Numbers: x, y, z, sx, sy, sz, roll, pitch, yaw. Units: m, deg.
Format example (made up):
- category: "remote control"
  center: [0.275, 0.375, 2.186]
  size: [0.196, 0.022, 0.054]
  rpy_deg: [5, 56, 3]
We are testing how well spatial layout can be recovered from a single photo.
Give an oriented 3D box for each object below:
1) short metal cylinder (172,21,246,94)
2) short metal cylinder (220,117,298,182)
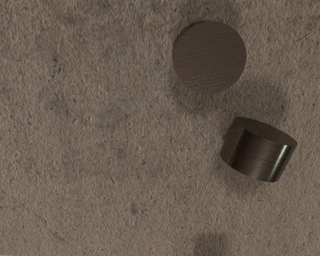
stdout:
- category: "short metal cylinder"
  center: [0.055, -0.085, 0.366]
  size: [0.081, 0.050, 0.079]
  rpy_deg: [0, 110, -1]
- category: "short metal cylinder"
  center: [0.123, 0.025, 0.392]
  size: [0.080, 0.080, 0.050]
  rpy_deg: [17, 109, -7]
